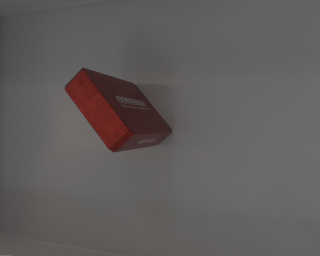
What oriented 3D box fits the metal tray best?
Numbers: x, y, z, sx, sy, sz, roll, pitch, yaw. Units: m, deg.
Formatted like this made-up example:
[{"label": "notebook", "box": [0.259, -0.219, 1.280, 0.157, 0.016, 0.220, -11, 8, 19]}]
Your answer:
[{"label": "metal tray", "box": [-0.042, -0.019, 0.370, 0.030, 0.130, 0.090, -42, 77, 15]}]
